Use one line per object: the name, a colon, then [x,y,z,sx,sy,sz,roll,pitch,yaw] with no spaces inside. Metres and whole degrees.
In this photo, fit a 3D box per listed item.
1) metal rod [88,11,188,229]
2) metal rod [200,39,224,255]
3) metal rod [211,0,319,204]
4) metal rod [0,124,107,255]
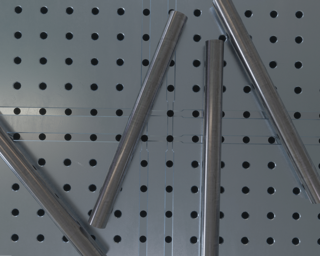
metal rod: [-0.029,-0.011,0.413,0.025,0.025,0.299,21,90,0]
metal rod: [0.069,0.034,0.413,0.025,0.025,0.298,1,90,0]
metal rod: [0.147,-0.039,0.414,0.025,0.025,0.299,-27,90,0]
metal rod: [-0.174,0.063,0.412,0.025,0.025,0.300,-39,90,0]
